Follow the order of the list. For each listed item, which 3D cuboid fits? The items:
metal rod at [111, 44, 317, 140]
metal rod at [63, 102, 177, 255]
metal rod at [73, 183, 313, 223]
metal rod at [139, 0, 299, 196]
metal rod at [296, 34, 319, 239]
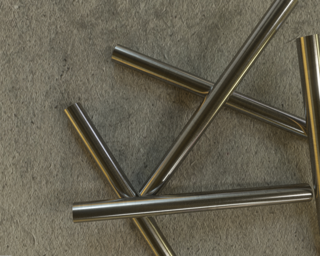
[{"bbox_3d":[0.081,-0.043,0.410,0.301,0.025,0.025,22,90,0],"label":"metal rod"},{"bbox_3d":[-0.037,0.099,0.409,0.025,0.025,0.299,-32,90,0],"label":"metal rod"},{"bbox_3d":[0.046,0.094,0.393,0.302,0.025,0.025,-3,90,-7],"label":"metal rod"},{"bbox_3d":[0.067,-0.031,0.386,0.025,0.025,0.299,35,99,0],"label":"metal rod"},{"bbox_3d":[0.203,0.036,0.389,0.025,0.025,0.298,-11,99,0],"label":"metal rod"}]
